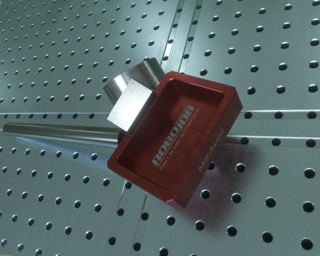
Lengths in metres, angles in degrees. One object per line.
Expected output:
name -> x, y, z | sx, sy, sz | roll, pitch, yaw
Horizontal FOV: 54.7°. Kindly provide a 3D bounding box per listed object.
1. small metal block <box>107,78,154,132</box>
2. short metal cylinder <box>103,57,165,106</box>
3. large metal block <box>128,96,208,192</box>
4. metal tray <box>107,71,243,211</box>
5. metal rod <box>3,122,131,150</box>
small metal block -> -0.031, -0.027, 0.346 | 0.025, 0.050, 0.050 | 33, 98, -1
short metal cylinder -> -0.027, -0.050, 0.409 | 0.080, 0.080, 0.050 | -30, 95, 8
large metal block -> 0.003, 0.019, 0.376 | 0.080, 0.050, 0.080 | -31, 52, 8
metal tray -> 0.015, 0.007, 0.323 | 0.090, 0.030, 0.130 | 22, 73, 36
metal rod -> -0.150, 0.007, 0.442 | 0.300, 0.025, 0.025 | 3, 63, 41
